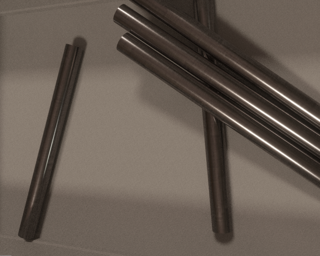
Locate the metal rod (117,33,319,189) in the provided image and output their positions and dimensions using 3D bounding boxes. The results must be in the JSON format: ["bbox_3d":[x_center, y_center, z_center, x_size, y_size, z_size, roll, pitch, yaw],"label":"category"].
[{"bbox_3d":[0.077,-0.019,0.359,0.301,0.025,0.025,35,101,7],"label":"metal rod"}]

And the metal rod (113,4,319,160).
[{"bbox_3d":[0.073,-0.054,0.360,0.301,0.025,0.025,35,101,7],"label":"metal rod"}]

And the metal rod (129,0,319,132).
[{"bbox_3d":[0.080,-0.084,0.359,0.300,0.025,0.025,37,102,7],"label":"metal rod"}]

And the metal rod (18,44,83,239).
[{"bbox_3d":[-0.166,0.023,0.467,0.025,0.025,0.298,18,96,19],"label":"metal rod"}]

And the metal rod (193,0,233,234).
[{"bbox_3d":[0.065,-0.022,0.387,0.025,0.025,0.298,-5,88,19],"label":"metal rod"}]
